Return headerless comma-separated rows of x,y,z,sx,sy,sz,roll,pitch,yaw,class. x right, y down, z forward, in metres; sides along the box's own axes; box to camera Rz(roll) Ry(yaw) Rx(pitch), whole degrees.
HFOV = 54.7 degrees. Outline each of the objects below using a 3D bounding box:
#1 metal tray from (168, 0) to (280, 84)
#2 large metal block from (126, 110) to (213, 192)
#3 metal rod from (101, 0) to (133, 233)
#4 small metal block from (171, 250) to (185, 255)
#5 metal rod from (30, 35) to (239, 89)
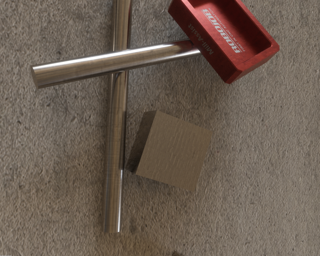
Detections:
0.084,-0.130,0.405,0.091,0.030,0.130,-31,80,-30,metal tray
0.011,0.029,0.401,0.080,0.050,0.080,20,83,-19,large metal block
-0.054,-0.022,0.389,0.025,0.025,0.298,3,89,-20,metal rod
0.042,0.194,0.413,0.050,0.050,0.025,34,79,-17,small metal block
-0.001,-0.093,0.388,0.302,0.025,0.025,-18,96,-27,metal rod
